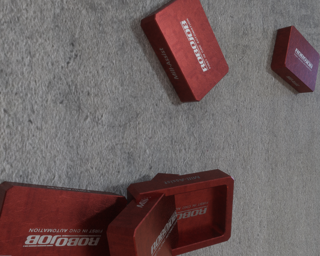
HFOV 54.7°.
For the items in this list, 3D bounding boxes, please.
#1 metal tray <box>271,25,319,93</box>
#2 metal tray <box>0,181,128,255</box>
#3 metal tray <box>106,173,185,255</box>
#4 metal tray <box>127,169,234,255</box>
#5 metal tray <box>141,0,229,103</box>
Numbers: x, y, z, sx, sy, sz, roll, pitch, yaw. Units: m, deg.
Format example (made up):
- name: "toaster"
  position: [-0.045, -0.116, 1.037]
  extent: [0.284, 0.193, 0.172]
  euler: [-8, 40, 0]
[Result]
- name: "metal tray"
  position: [0.281, -0.137, 0.636]
  extent: [0.131, 0.030, 0.090]
  euler: [24, 75, -38]
- name: "metal tray"
  position: [-0.102, 0.108, 0.316]
  extent: [0.131, 0.030, 0.090]
  euler: [16, 80, -39]
- name: "metal tray"
  position: [-0.008, 0.118, 0.353]
  extent: [0.131, 0.030, 0.089]
  euler: [-36, 124, -62]
- name: "metal tray"
  position: [0.027, 0.106, 0.380]
  extent: [0.131, 0.030, 0.089]
  euler: [-6, 104, -24]
- name: "metal tray"
  position: [0.040, -0.112, 0.434]
  extent: [0.090, 0.030, 0.130]
  euler: [-45, 117, -31]
